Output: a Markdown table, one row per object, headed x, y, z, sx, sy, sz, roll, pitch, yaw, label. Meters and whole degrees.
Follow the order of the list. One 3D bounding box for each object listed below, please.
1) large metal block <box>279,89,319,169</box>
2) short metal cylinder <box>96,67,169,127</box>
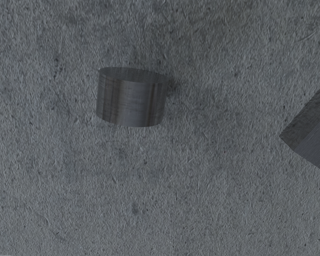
| x | y | z | sx | sy | sz | roll | pitch | yaw | label |
| --- | --- | --- | --- | --- | --- | --- | --- | --- | --- |
| 0.220 | 0.009 | 0.402 | 0.080 | 0.050 | 0.080 | 32 | 107 | -11 | large metal block |
| -0.033 | -0.039 | 0.366 | 0.081 | 0.080 | 0.050 | 8 | 110 | -3 | short metal cylinder |
